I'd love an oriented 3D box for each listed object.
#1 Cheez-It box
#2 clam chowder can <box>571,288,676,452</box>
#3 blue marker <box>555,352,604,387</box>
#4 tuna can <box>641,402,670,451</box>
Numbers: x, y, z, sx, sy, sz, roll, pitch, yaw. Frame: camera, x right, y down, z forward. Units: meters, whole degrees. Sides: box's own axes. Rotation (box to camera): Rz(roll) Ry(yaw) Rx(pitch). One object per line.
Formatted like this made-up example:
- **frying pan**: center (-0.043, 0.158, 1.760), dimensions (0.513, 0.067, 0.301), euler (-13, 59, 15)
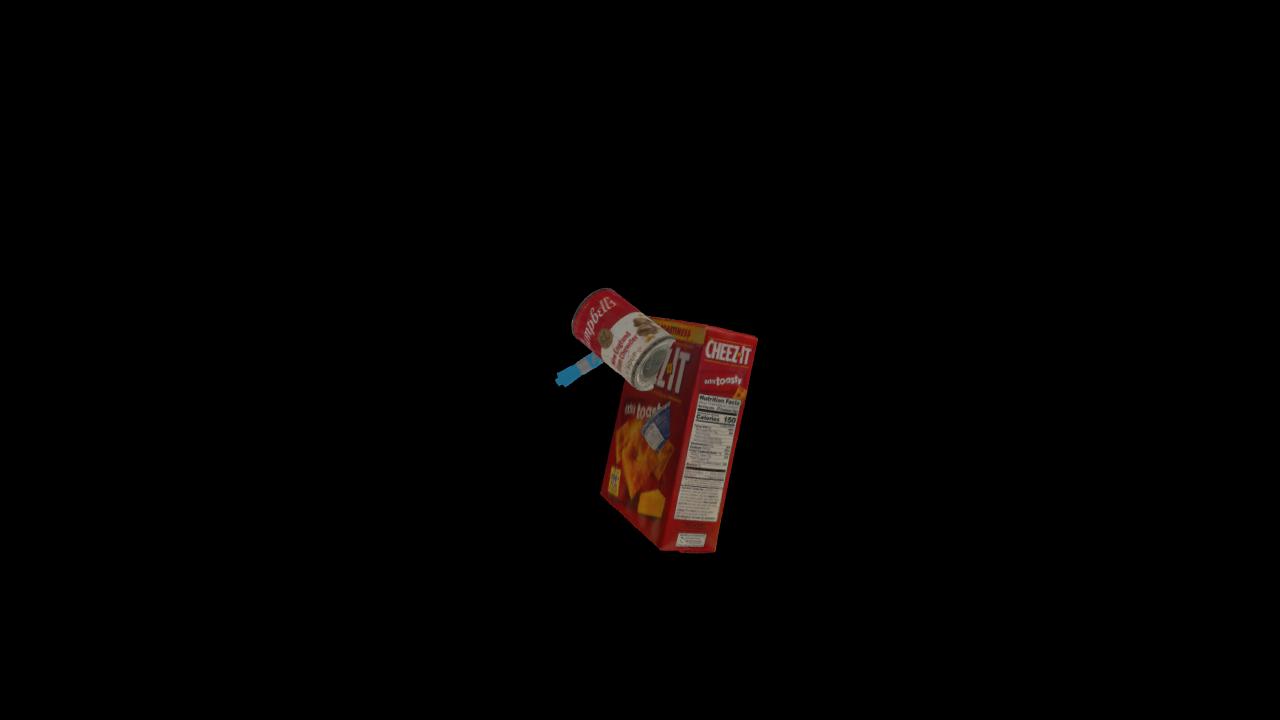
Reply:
- **Cheez-It box**: center (0.035, 0.069, 0.661), dimensions (0.071, 0.223, 0.166), euler (11, 3, -26)
- **clam chowder can**: center (-0.015, -0.022, 0.648), dimensions (0.102, 0.068, 0.068), euler (39, 22, 30)
- **blue marker**: center (-0.046, -0.005, 0.713), dimensions (0.121, 0.020, 0.020), euler (-33, 12, -19)
- **tuna can**: center (0.045, 0.068, 0.635), dimensions (0.084, 0.034, 0.084), euler (-26, -25, -13)
